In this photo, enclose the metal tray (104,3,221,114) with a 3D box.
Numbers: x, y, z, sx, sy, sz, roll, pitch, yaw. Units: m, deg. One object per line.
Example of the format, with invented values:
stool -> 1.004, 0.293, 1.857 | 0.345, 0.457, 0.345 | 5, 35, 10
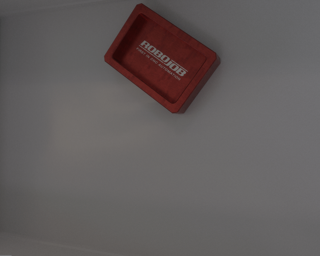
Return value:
metal tray -> 0.001, -0.090, 0.407 | 0.130, 0.030, 0.090 | 39, 102, 16
